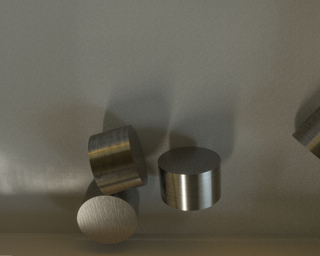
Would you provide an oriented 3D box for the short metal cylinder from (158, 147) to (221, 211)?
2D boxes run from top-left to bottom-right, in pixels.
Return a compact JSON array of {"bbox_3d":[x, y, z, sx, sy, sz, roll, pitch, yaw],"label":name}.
[{"bbox_3d":[0.039,0.064,0.406,0.081,0.080,0.050,-4,110,1],"label":"short metal cylinder"}]

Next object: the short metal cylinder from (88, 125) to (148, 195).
[{"bbox_3d":[-0.052,0.041,0.396,0.050,0.080,0.080,-16,110,5],"label":"short metal cylinder"}]

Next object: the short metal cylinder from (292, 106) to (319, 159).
[{"bbox_3d":[0.218,0.017,0.391,0.080,0.080,0.050,35,106,-12],"label":"short metal cylinder"}]

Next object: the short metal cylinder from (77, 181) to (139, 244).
[{"bbox_3d":[-0.070,0.115,0.438,0.081,0.050,0.079,0,112,0],"label":"short metal cylinder"}]
